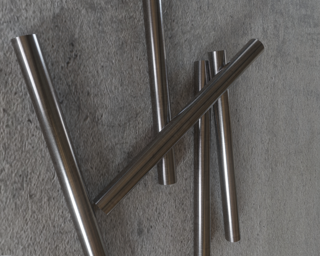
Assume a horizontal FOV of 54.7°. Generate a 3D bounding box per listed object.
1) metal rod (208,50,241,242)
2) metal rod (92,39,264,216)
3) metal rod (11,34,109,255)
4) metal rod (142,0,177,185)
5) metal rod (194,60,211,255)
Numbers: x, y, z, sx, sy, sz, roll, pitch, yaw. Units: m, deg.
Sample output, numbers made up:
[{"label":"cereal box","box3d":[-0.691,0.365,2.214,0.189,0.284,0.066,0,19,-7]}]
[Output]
[{"label":"metal rod","box3d":[0.099,0.035,0.469,0.025,0.025,0.298,-19,108,-38]},{"label":"metal rod","box3d":[0.034,-0.012,0.392,0.301,0.025,0.025,-45,118,-16]},{"label":"metal rod","box3d":[-0.093,0.055,0.326,0.025,0.025,0.298,-24,105,-38]},{"label":"metal rod","box3d":[-0.002,-0.076,0.402,0.025,0.025,0.298,-9,96,-40]},{"label":"metal rod","box3d":[0.062,0.052,0.456,0.025,0.025,0.298,0,90,-40]}]
